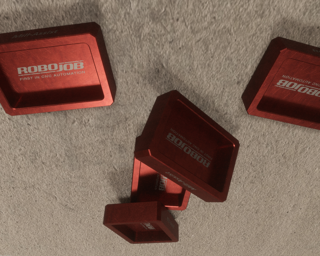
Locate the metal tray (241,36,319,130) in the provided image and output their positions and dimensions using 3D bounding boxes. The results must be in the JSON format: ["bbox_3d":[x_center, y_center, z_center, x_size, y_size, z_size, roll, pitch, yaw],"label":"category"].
[{"bbox_3d":[0.176,-0.047,0.366,0.131,0.030,0.089,11,129,-10],"label":"metal tray"}]

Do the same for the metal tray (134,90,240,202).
[{"bbox_3d":[0.040,0.025,0.384,0.130,0.090,0.030,36,150,-27],"label":"metal tray"}]

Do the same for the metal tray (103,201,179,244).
[{"bbox_3d":[-0.026,0.160,0.512,0.090,0.030,0.130,-7,146,13],"label":"metal tray"}]

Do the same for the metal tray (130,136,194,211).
[{"bbox_3d":[0.004,0.072,0.464,0.091,0.030,0.129,5,130,-5],"label":"metal tray"}]

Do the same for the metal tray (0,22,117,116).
[{"bbox_3d":[-0.123,-0.063,0.348,0.131,0.030,0.089,-6,130,4],"label":"metal tray"}]
